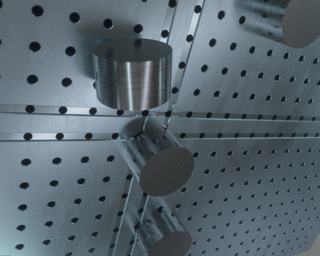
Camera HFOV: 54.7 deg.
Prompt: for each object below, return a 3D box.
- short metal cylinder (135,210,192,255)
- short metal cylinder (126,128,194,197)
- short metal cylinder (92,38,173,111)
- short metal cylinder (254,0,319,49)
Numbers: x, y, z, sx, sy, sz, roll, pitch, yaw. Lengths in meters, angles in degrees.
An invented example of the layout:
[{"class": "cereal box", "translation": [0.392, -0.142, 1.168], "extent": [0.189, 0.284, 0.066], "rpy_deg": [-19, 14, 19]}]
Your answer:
[{"class": "short metal cylinder", "translation": [0.006, 0.183, 0.514], "extent": [0.081, 0.050, 0.079], "rpy_deg": [-14, 124, -21]}, {"class": "short metal cylinder", "translation": [0.000, 0.047, 0.425], "extent": [0.081, 0.050, 0.079], "rpy_deg": [-14, 125, -21]}, {"class": "short metal cylinder", "translation": [-0.028, -0.059, 0.325], "extent": [0.081, 0.080, 0.050], "rpy_deg": [-13, 124, -22]}, {"class": "short metal cylinder", "translation": [0.171, -0.149, 0.399], "extent": [0.081, 0.050, 0.079], "rpy_deg": [-14, 125, -21]}]
